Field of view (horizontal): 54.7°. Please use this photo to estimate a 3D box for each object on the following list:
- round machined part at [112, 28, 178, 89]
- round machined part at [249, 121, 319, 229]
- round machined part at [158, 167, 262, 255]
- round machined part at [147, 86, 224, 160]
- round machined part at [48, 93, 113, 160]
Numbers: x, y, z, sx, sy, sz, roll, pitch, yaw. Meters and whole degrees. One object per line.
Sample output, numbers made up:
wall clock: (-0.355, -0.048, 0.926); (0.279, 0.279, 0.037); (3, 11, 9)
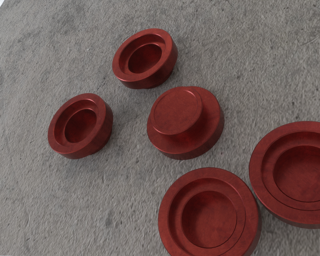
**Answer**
round machined part: (-0.018, -0.098, 0.463); (0.098, 0.042, 0.098); (-13, 56, 21)
round machined part: (0.138, 0.046, 0.292); (0.098, 0.042, 0.098); (-13, 56, 21)
round machined part: (0.051, 0.092, 0.309); (0.098, 0.042, 0.098); (-13, 56, 21)
round machined part: (0.027, -0.013, 0.387); (0.098, 0.042, 0.098); (-13, 56, 21)
round machined part: (-0.110, 0.001, 0.450); (0.098, 0.042, 0.098); (-13, 56, 21)
